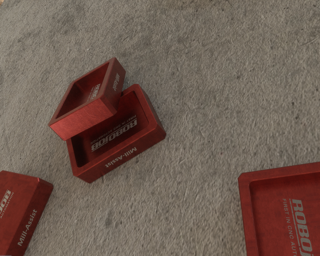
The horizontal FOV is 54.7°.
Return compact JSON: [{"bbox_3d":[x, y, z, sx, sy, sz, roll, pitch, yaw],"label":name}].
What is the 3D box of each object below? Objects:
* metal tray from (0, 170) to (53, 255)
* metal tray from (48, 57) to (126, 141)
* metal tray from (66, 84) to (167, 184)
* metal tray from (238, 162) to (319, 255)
[{"bbox_3d":[-0.216,0.130,0.434,0.090,0.030,0.130,4,64,30],"label":"metal tray"},{"bbox_3d":[-0.100,-0.046,0.447,0.090,0.030,0.130,-26,31,17],"label":"metal tray"},{"bbox_3d":[-0.066,0.006,0.431,0.130,0.030,0.090,-31,52,7],"label":"metal tray"},{"bbox_3d":[0.124,0.099,0.274,0.090,0.030,0.130,-12,56,21],"label":"metal tray"}]
